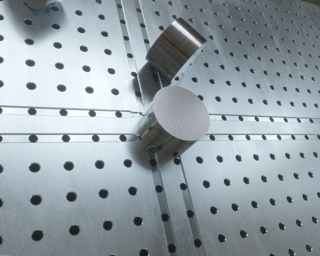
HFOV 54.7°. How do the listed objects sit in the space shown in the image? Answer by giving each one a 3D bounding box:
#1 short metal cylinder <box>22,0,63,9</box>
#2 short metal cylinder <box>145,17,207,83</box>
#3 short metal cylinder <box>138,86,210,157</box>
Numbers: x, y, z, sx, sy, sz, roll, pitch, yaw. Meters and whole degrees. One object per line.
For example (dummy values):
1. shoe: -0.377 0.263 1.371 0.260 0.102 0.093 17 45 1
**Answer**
1. short metal cylinder: -0.159 -0.207 0.413 0.080 0.080 0.050 44 51 2
2. short metal cylinder: 0.024 -0.113 0.455 0.050 0.080 0.080 42 51 0
3. short metal cylinder: 0.018 -0.008 0.406 0.081 0.050 0.080 14 56 -21
